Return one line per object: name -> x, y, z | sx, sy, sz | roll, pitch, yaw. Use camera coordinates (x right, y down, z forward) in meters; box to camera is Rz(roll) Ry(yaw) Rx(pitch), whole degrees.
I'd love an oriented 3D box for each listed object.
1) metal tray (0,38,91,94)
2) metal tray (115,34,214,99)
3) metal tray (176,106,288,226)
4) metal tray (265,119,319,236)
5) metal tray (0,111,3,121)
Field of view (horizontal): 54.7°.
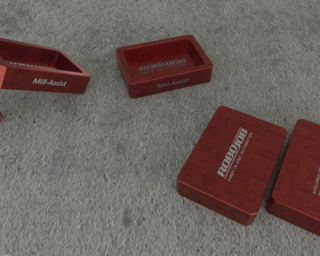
metal tray -> -0.173, -0.085, 0.423 | 0.090, 0.030, 0.131 | 40, 25, 28
metal tray -> 0.005, -0.099, 0.482 | 0.131, 0.030, 0.090 | -14, 51, -12
metal tray -> 0.087, 0.038, 0.369 | 0.090, 0.030, 0.130 | 23, 54, 18
metal tray -> 0.185, 0.055, 0.354 | 0.090, 0.030, 0.130 | 23, 53, 18
metal tray -> -0.277, -0.024, 0.375 | 0.131, 0.089, 0.030 | -28, 42, -21
